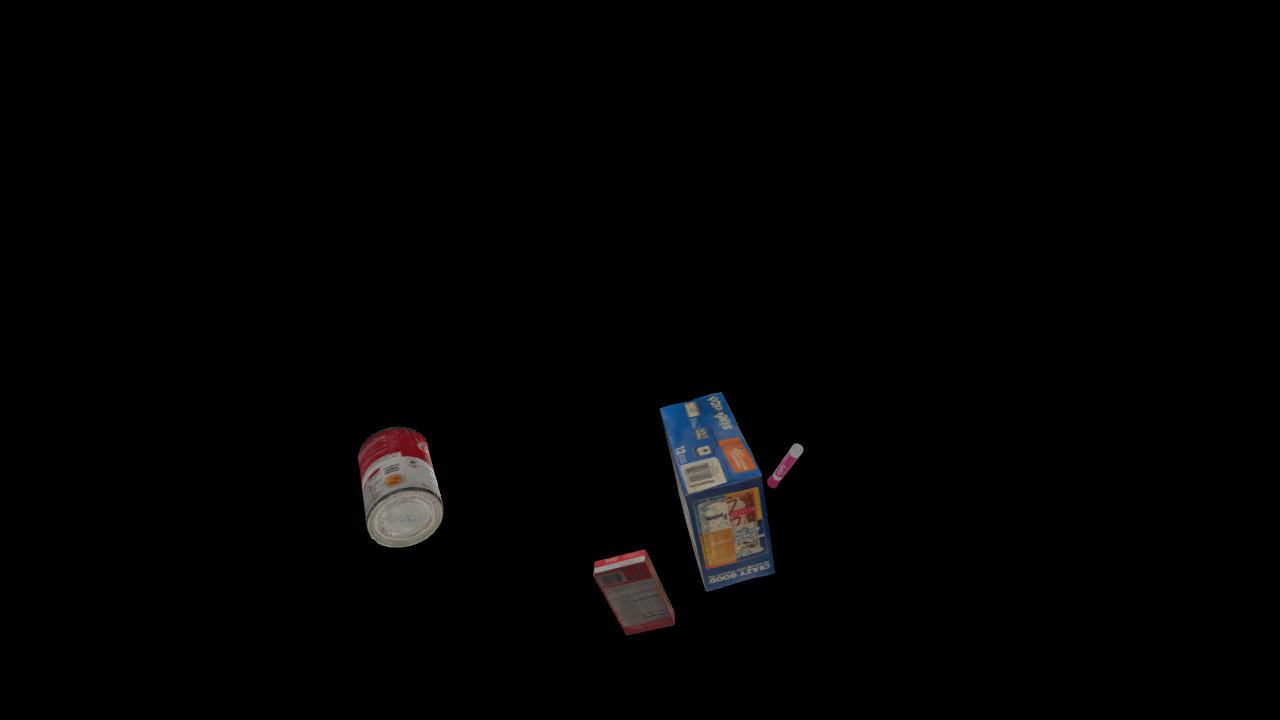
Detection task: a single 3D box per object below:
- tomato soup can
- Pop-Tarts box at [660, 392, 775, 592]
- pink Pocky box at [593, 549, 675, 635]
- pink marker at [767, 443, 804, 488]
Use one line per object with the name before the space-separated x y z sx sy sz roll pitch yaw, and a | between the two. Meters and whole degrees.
tomato soup can | -0.228 0.119 0.584 0.068 0.068 0.101 0 27 -28
Pop-Tarts box | 0.085 0.143 0.702 0.083 0.141 0.167 -13 27 -1
pink Pocky box | -0.007 0.360 0.948 0.084 0.155 0.029 -16 29 9
pink marker | 0.235 0.175 1.003 0.020 0.020 0.121 0 -39 -14
